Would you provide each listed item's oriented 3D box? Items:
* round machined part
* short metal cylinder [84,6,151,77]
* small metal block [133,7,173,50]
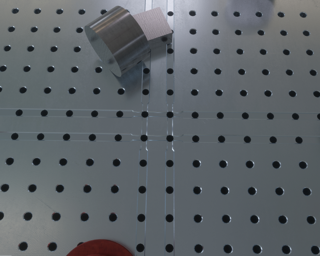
[{"bbox_3d":[-0.068,0.174,0.339,0.099,0.042,0.098,0,70,0],"label":"round machined part"},{"bbox_3d":[-0.058,-0.118,0.425,0.050,0.080,0.080,-38,75,-13],"label":"short metal cylinder"},{"bbox_3d":[-0.014,-0.148,0.465,0.050,0.025,0.050,-21,71,-8],"label":"small metal block"}]
